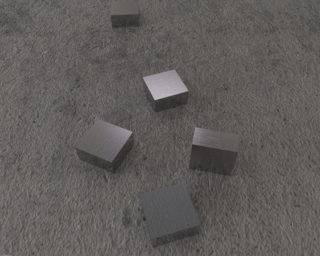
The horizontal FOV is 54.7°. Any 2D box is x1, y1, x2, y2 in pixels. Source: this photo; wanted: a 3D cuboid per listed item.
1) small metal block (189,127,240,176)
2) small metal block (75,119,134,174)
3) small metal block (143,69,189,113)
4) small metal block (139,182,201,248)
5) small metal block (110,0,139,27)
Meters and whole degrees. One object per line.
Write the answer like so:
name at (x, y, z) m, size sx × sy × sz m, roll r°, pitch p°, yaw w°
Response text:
small metal block at (0.062, 0.029, 0.363) m, size 0.050 × 0.050 × 0.025 m, roll 9°, pitch 51°, yaw 8°
small metal block at (-0.067, 0.022, 0.384) m, size 0.050 × 0.025 × 0.050 m, roll 20°, pitch 53°, yaw 16°
small metal block at (0.007, -0.054, 0.449) m, size 0.050 × 0.025 × 0.050 m, roll -17°, pitch 52°, yaw -14°
small metal block at (0.009, 0.091, 0.327) m, size 0.050 × 0.025 × 0.050 m, roll -13°, pitch 51°, yaw -11°
small metal block at (-0.065, -0.216, 0.584) m, size 0.050 × 0.025 × 0.050 m, roll -2°, pitch 50°, yaw -2°
